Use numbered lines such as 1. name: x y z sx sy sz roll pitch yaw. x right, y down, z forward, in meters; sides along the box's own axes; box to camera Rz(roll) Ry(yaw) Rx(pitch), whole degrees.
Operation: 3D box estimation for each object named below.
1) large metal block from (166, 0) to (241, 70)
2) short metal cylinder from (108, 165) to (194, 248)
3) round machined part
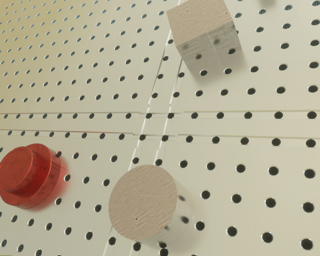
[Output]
1. large metal block: 0.062 -0.144 0.447 0.080 0.050 0.080 -21 54 15
2. short metal cylinder: -0.009 0.087 0.342 0.080 0.050 0.080 -13 56 20
3. round machined part: -0.202 0.066 0.460 0.098 0.042 0.098 -13 56 20
